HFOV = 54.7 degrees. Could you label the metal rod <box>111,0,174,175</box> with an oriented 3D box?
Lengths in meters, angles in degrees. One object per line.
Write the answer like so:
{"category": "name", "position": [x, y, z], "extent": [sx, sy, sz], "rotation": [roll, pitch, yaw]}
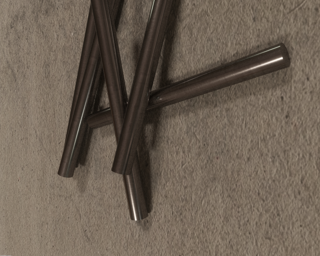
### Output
{"category": "metal rod", "position": [-0.014, -0.089, 0.389], "extent": [0.025, 0.025, 0.298], "rotation": [15, 92, 38]}

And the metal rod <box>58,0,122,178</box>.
{"category": "metal rod", "position": [-0.110, -0.064, 0.482], "extent": [0.025, 0.025, 0.298], "rotation": [25, 102, 37]}

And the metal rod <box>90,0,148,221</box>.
{"category": "metal rod", "position": [-0.053, -0.024, 0.413], "extent": [0.025, 0.025, 0.298], "rotation": [-5, 97, 39]}

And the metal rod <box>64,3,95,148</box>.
{"category": "metal rod", "position": [-0.124, -0.073, 0.504], "extent": [0.025, 0.025, 0.298], "rotation": [22, 104, 37]}

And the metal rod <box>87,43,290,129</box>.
{"category": "metal rod", "position": [0.009, -0.041, 0.395], "extent": [0.300, 0.025, 0.025], "rotation": [-15, 81, 38]}
